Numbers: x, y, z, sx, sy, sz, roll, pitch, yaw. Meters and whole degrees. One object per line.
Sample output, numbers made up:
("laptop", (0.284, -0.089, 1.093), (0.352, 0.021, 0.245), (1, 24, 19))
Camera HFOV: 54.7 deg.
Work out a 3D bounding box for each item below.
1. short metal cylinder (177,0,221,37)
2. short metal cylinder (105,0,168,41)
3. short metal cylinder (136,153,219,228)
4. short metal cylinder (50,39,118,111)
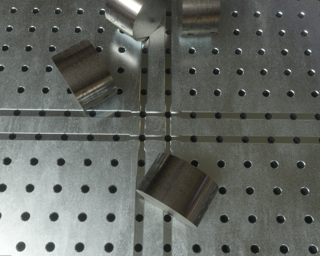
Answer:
("short metal cylinder", (0.053, -0.174, 0.447), (0.050, 0.080, 0.080), (-4, 70, -2))
("short metal cylinder", (-0.032, -0.173, 0.445), (0.050, 0.080, 0.080), (37, 74, 12))
("short metal cylinder", (0.020, 0.072, 0.357), (0.080, 0.080, 0.050), (30, 73, 10))
("short metal cylinder", (-0.099, -0.068, 0.406), (0.050, 0.080, 0.080), (-32, 74, -11))
